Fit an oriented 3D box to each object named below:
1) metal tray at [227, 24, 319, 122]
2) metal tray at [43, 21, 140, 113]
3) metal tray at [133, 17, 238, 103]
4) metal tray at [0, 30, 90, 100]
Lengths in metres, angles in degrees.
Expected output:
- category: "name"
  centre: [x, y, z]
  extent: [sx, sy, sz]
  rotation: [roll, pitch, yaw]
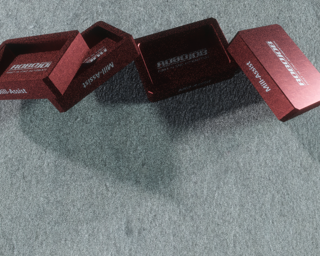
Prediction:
- category: "metal tray"
  centre: [0.162, -0.079, 0.419]
  extent: [0.091, 0.030, 0.130]
  rotation: [-20, 70, -31]
- category: "metal tray"
  centre: [-0.104, -0.087, 0.415]
  extent: [0.130, 0.030, 0.090]
  rotation: [-40, 48, -14]
- category: "metal tray"
  centre: [0.033, -0.098, 0.441]
  extent: [0.131, 0.030, 0.090]
  rotation: [-18, 71, -7]
- category: "metal tray"
  centre: [-0.164, -0.078, 0.391]
  extent: [0.130, 0.030, 0.090]
  rotation: [1, 52, 24]
